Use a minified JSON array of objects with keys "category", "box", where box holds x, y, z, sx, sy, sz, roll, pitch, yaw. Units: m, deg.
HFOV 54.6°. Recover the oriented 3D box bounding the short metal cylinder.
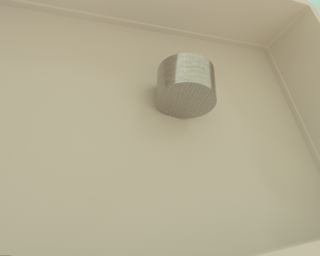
[{"category":"short metal cylinder","box":[0.035,-0.056,0.423,0.081,0.080,0.050,15,56,-20]}]
